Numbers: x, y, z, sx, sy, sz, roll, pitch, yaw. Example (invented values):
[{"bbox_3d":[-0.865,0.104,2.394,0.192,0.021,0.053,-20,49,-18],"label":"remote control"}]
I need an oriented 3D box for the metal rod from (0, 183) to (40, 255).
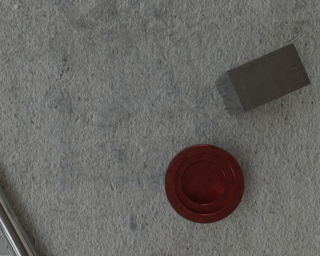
[{"bbox_3d":[-0.214,0.097,0.408,0.025,0.025,0.299,-29,90,0],"label":"metal rod"}]

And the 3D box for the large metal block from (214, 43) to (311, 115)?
[{"bbox_3d":[0.121,-0.056,0.383,0.080,0.080,0.050,-24,90,0],"label":"large metal block"}]

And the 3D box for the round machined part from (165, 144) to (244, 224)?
[{"bbox_3d":[0.055,0.069,0.402,0.099,0.042,0.097,0,90,0],"label":"round machined part"}]
